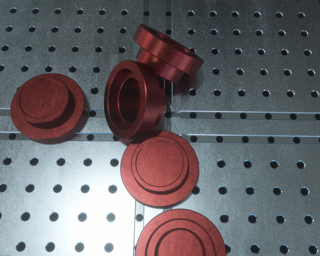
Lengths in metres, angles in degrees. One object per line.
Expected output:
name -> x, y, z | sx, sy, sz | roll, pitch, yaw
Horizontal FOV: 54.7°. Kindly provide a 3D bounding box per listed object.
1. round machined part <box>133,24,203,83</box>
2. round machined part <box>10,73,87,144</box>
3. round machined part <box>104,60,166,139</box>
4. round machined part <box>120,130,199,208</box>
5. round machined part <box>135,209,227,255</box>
round machined part -> 0.007, -0.097, 0.419 | 0.098, 0.098, 0.042 | 35, 110, 12
round machined part -> -0.150, -0.031, 0.412 | 0.099, 0.042, 0.098 | 0, 70, -1
round machined part -> -0.029, -0.035, 0.396 | 0.042, 0.098, 0.098 | 1, 65, -39
round machined part -> 0.000, 0.048, 0.385 | 0.099, 0.042, 0.098 | 0, 70, -1
round machined part -> 0.022, 0.143, 0.351 | 0.099, 0.042, 0.098 | 0, 70, -1
